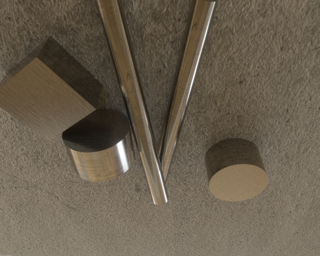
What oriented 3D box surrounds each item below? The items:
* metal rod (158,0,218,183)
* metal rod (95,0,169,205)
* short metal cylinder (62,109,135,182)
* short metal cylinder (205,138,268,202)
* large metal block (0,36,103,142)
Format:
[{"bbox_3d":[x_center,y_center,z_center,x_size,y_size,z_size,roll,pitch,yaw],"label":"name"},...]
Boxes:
[{"bbox_3d":[0.019,-0.015,0.394,0.025,0.025,0.298,7,130,-6],"label":"metal rod"},{"bbox_3d":[-0.026,-0.016,0.374,0.025,0.025,0.298,-8,124,6],"label":"metal rod"},{"bbox_3d":[-0.075,0.020,0.387,0.080,0.080,0.050,-3,130,3],"label":"short metal cylinder"},{"bbox_3d":[0.107,0.061,0.443,0.081,0.050,0.079,0,130,0],"label":"short metal cylinder"},{"bbox_3d":[-0.126,-0.042,0.354,0.080,0.050,0.080,-30,124,23],"label":"large metal block"}]
